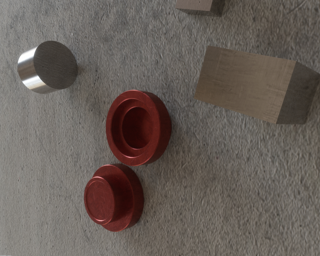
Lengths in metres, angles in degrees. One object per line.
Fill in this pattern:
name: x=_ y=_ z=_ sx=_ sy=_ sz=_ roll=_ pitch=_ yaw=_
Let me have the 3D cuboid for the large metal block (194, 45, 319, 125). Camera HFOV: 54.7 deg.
large metal block: x=0.093 y=-0.039 z=0.292 sx=0.080 sy=0.081 sz=0.050 roll=23 pitch=104 yaw=37

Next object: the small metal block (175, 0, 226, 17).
small metal block: x=0.050 y=-0.160 z=0.362 sx=0.050 sy=0.025 sz=0.050 roll=22 pitch=104 yaw=37

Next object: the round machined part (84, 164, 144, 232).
round machined part: x=-0.073 y=0.103 z=0.452 sx=0.098 sy=0.042 sz=0.097 roll=0 pitch=90 yaw=39

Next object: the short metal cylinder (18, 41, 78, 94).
short metal cylinder: x=-0.187 y=-0.101 z=0.521 sx=0.050 sy=0.081 sz=0.080 roll=-6 pitch=86 yaw=39

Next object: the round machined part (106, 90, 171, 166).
round machined part: x=-0.024 y=0.000 z=0.411 sx=0.098 sy=0.042 sz=0.097 roll=0 pitch=90 yaw=39
